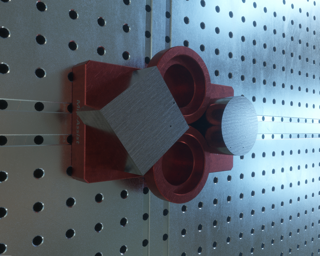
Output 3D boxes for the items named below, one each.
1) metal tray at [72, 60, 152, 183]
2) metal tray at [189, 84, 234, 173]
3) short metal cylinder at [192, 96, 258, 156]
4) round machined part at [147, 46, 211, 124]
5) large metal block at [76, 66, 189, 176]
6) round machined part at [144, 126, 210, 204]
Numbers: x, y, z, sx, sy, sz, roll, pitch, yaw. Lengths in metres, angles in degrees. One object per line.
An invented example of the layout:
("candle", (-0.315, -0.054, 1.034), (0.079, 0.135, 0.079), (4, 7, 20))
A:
("metal tray", (-0.053, -0.007, 0.361), (0.091, 0.030, 0.129), (1, 90, -41))
("metal tray", (0.070, 0.000, 0.462), (0.091, 0.030, 0.129), (1, 90, -40))
("short metal cylinder", (0.091, -0.003, 0.429), (0.081, 0.050, 0.079), (0, 90, -40))
("round machined part", (0.018, -0.053, 0.401), (0.099, 0.042, 0.097), (0, 90, -40))
("large metal block", (-0.026, -0.008, 0.331), (0.080, 0.050, 0.080), (-44, 117, -31))
("round machined part", (0.017, 0.045, 0.400), (0.099, 0.042, 0.097), (0, 90, -40))
